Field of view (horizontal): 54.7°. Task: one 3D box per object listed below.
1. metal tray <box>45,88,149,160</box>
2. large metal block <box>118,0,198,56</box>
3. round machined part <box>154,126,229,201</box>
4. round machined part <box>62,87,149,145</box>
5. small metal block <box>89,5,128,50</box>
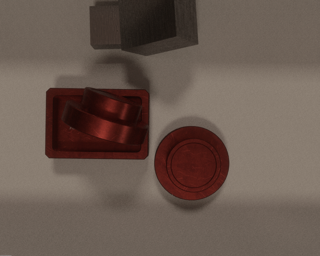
[{"bbox_3d":[-0.080,-0.005,0.407,0.131,0.030,0.089,1,90,-1],"label":"metal tray"},{"bbox_3d":[-0.003,-0.139,0.380,0.080,0.050,0.079,-3,91,35],"label":"large metal block"},{"bbox_3d":[0.042,0.046,0.404,0.099,0.042,0.097,0,90,-1],"label":"round machined part"},{"bbox_3d":[-0.059,-0.017,0.359,0.099,0.098,0.042,19,98,-1],"label":"round machined part"},{"bbox_3d":[-0.065,-0.133,0.410,0.050,0.025,0.050,-1,90,-1],"label":"small metal block"}]
